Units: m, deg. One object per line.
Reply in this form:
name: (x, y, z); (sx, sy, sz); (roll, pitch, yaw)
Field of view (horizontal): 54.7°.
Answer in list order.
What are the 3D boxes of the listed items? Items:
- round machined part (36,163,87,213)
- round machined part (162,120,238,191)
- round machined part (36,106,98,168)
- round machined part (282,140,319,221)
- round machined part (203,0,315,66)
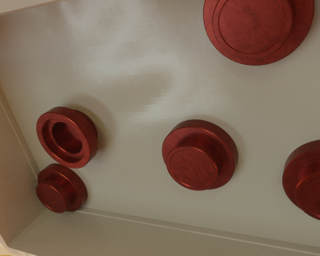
round machined part: (-0.187, 0.117, 0.569); (0.098, 0.042, 0.097); (13, 124, 21)
round machined part: (0.047, 0.042, 0.399); (0.098, 0.042, 0.097); (13, 124, 21)
round machined part: (-0.136, 0.010, 0.476); (0.098, 0.042, 0.097); (13, 124, 21)
round machined part: (0.186, 0.065, 0.339); (0.098, 0.042, 0.097); (13, 124, 21)
round machined part: (0.087, -0.102, 0.284); (0.098, 0.042, 0.097); (14, 129, 18)
